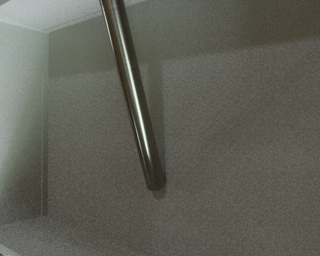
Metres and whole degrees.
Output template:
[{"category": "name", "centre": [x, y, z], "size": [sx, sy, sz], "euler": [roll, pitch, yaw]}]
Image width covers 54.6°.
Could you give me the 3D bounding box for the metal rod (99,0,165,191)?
[{"category": "metal rod", "centre": [-0.034, -0.057, 0.356], "size": [0.025, 0.025, 0.298], "euler": [8, 121, 40]}]
